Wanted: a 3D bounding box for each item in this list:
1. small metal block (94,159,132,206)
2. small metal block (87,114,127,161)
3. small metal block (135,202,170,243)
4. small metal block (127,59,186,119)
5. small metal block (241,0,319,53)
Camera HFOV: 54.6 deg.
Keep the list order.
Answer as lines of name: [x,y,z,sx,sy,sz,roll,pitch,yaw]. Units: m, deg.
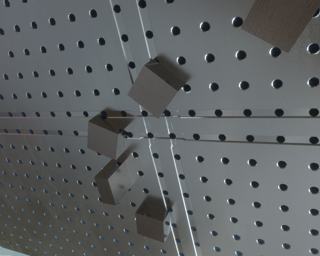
small metal block: [-0.072,0.084,0.486,0.025,0.050,0.050,3,120,27]
small metal block: [-0.079,0.014,0.462,0.050,0.025,0.050,22,127,14]
small metal block: [-0.011,0.157,0.515,0.050,0.025,0.050,11,123,22]
small metal block: [-0.005,-0.048,0.385,0.050,0.025,0.050,38,129,2]
small metal block: [0.112,-0.106,0.287,0.050,0.025,0.050,31,129,8]
